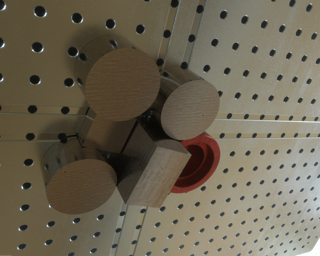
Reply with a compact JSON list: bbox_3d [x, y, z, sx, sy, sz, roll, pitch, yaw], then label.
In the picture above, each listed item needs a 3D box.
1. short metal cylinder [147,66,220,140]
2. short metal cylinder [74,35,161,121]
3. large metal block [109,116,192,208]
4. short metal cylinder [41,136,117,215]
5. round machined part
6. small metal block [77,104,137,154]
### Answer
[{"bbox_3d":[0.027,-0.032,0.390,0.081,0.050,0.079,-14,124,-21],"label":"short metal cylinder"},{"bbox_3d":[-0.047,-0.054,0.336,0.081,0.050,0.079,-14,124,-21],"label":"short metal cylinder"},{"bbox_3d":[-0.018,0.040,0.386,0.050,0.080,0.080,17,110,-35],"label":"large metal block"},{"bbox_3d":[-0.099,0.057,0.376,0.081,0.050,0.079,-14,124,-21],"label":"short metal cylinder"},{"bbox_3d":[0.034,0.042,0.444,0.099,0.042,0.097,-14,124,-21],"label":"round machined part"},{"bbox_3d":[-0.064,0.000,0.375,0.050,0.025,0.050,16,110,-35],"label":"small metal block"}]
